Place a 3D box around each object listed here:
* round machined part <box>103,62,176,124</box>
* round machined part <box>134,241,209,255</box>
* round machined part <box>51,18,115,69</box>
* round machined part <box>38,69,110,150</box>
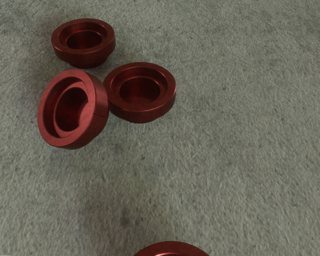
[{"bbox_3d":[-0.028,-0.045,0.429,0.099,0.042,0.098,0,50,0],"label":"round machined part"},{"bbox_3d":[0.010,0.153,0.264,0.099,0.042,0.098,0,50,0],"label":"round machined part"},{"bbox_3d":[-0.121,-0.133,0.503,0.099,0.042,0.098,0,50,0],"label":"round machined part"},{"bbox_3d":[-0.103,-0.021,0.387,0.098,0.042,0.098,-8,74,29],"label":"round machined part"}]
